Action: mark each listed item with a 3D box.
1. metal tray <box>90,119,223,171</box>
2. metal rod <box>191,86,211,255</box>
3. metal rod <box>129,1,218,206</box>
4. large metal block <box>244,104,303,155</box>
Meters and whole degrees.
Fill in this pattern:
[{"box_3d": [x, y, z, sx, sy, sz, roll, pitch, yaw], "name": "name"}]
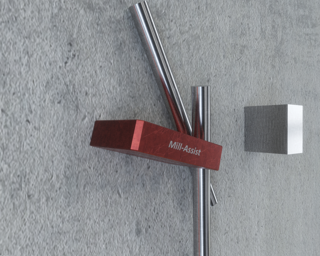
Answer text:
[{"box_3d": [-0.002, 0.021, 0.362, 0.131, 0.090, 0.030, 18, 79, -39], "name": "metal tray"}, {"box_3d": [0.058, 0.091, 0.432, 0.025, 0.025, 0.298, -12, 105, -40], "name": "metal rod"}, {"box_3d": [0.024, -0.020, 0.427, 0.025, 0.025, 0.298, -34, 111, -35], "name": "metal rod"}, {"box_3d": [0.195, 0.002, 0.536, 0.050, 0.080, 0.079, 0, 90, -40], "name": "large metal block"}]
